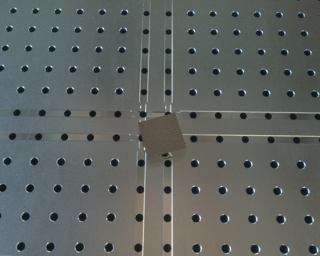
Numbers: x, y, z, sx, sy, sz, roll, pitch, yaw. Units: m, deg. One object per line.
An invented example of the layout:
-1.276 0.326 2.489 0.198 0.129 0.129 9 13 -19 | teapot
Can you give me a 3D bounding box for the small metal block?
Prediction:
0.002 0.013 0.407 0.050 0.025 0.050 -15 71 -6 | small metal block
